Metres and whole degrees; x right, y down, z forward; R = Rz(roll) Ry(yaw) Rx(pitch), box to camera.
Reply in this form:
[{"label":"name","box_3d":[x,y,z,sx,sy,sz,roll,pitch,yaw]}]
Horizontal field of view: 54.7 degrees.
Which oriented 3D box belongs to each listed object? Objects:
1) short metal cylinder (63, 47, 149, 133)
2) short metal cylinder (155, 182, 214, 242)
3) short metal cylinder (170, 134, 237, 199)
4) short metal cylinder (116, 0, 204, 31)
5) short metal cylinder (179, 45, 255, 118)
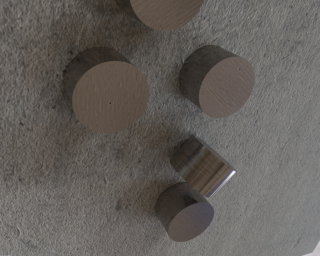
[{"label":"short metal cylinder","box_3d":[-0.058,-0.041,0.333,0.081,0.050,0.079,-14,124,-21]},{"label":"short metal cylinder","box_3d":[0.038,0.133,0.494,0.081,0.050,0.079,-14,124,-21]},{"label":"short metal cylinder","box_3d":[0.060,0.053,0.437,0.050,0.080,0.080,-50,129,7]},{"label":"short metal cylinder","box_3d":[-0.002,-0.141,0.302,0.081,0.050,0.079,-14,124,-21]},{"label":"short metal cylinder","box_3d":[0.071,-0.059,0.393,0.081,0.050,0.079,-14,124,-21]}]
